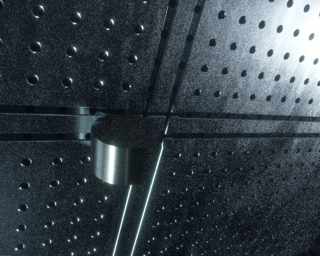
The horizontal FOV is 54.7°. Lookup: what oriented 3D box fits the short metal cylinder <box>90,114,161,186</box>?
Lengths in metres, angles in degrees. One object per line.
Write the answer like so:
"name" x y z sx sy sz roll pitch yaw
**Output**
"short metal cylinder" -0.042 0.023 0.369 0.081 0.080 0.050 -7 122 -26
